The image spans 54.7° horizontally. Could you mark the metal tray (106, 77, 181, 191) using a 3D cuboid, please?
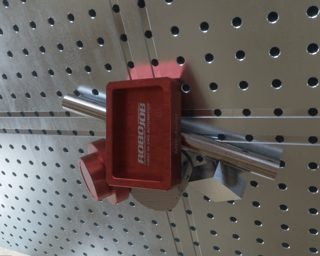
[{"bbox_3d":[-0.021,0.007,0.380,0.090,0.030,0.129,0,89,27],"label":"metal tray"}]

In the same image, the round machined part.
[{"bbox_3d":[-0.086,0.068,0.452,0.098,0.042,0.097,43,145,42],"label":"round machined part"}]

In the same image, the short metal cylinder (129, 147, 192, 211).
[{"bbox_3d":[-0.001,0.068,0.433,0.080,0.050,0.079,13,124,21],"label":"short metal cylinder"}]

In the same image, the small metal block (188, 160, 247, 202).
[{"bbox_3d":[0.073,0.069,0.397,0.050,0.025,0.050,38,147,-18],"label":"small metal block"}]

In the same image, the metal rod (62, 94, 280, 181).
[{"bbox_3d":[0.001,0.006,0.409,0.301,0.025,0.025,18,126,17],"label":"metal rod"}]
